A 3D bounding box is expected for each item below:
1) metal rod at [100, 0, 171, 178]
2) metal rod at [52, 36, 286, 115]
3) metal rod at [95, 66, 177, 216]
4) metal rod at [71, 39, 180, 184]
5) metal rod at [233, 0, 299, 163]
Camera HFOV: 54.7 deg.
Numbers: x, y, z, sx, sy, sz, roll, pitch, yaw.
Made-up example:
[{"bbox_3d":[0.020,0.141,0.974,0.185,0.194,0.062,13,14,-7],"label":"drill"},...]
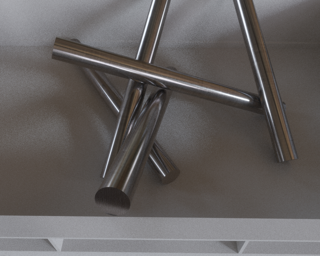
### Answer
[{"bbox_3d":[-0.022,-0.080,0.398,0.025,0.025,0.299,11,74,9],"label":"metal rod"},{"bbox_3d":[0.025,-0.056,0.383,0.302,0.025,0.025,13,48,-18],"label":"metal rod"},{"bbox_3d":[-0.008,-0.016,0.344,0.025,0.025,0.301,8,27,6],"label":"metal rod"},{"bbox_3d":[-0.066,-0.041,0.438,0.025,0.025,0.300,-25,55,-20],"label":"metal rod"},{"bbox_3d":[0.128,-0.103,0.410,0.025,0.025,0.299,-9,77,-7],"label":"metal rod"}]
